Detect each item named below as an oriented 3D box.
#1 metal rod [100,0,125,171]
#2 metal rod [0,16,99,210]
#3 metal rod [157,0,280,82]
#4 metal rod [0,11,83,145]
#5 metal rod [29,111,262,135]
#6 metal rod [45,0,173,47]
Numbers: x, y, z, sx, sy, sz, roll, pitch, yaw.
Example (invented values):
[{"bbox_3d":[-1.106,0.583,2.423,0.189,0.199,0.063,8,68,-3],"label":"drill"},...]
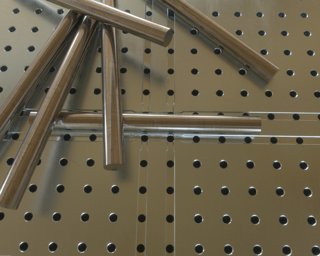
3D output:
[{"bbox_3d":[-0.068,-0.088,0.425,0.025,0.025,0.299,-5,63,-2],"label":"metal rod"},{"bbox_3d":[-0.134,-0.044,0.403,0.025,0.025,0.300,12,62,4],"label":"metal rod"},{"bbox_3d":[0.051,-0.170,0.474,0.300,0.025,0.025,41,75,13],"label":"metal rod"},{"bbox_3d":[-0.184,-0.060,0.432,0.025,0.025,0.300,23,72,8],"label":"metal rod"},{"bbox_3d":[-0.019,-0.007,0.414,0.302,0.025,0.025,1,70,0],"label":"metal rod"},{"bbox_3d":[-0.118,-0.179,0.447,0.300,0.025,0.025,26,72,18],"label":"metal rod"}]
